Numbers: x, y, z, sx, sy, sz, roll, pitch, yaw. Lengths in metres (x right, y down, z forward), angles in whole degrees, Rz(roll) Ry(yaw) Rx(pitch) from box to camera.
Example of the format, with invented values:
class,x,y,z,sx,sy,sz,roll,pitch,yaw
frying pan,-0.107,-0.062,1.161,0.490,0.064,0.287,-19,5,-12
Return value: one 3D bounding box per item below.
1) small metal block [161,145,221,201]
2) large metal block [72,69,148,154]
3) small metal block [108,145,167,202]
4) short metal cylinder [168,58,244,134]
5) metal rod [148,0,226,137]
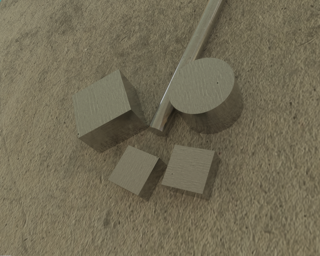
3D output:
class,x,y,z,sx,sy,sz,roll,pitch,yaw
small metal block,0.036,0.050,0.353,0.050,0.025,0.050,7,65,31
large metal block,-0.072,-0.023,0.438,0.080,0.050,0.080,-28,52,10
small metal block,-0.027,0.055,0.383,0.050,0.025,0.050,19,71,35
short metal cylinder,0.057,-0.039,0.381,0.080,0.050,0.080,-13,56,20
metal rod,0.055,-0.124,0.449,0.025,0.025,0.300,12,68,33
